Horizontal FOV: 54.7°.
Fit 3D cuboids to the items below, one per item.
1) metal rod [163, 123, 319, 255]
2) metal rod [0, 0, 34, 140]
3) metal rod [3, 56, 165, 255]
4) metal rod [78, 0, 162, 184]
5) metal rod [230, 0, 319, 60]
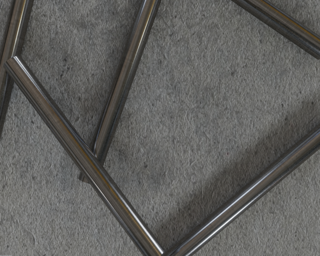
[{"bbox_3d":[0.116,0.090,0.410,0.300,0.025,0.025,-40,90,0],"label":"metal rod"},{"bbox_3d":[-0.205,-0.068,0.408,0.025,0.025,0.298,14,90,0],"label":"metal rod"},{"bbox_3d":[-0.095,0.036,0.383,0.025,0.025,0.299,-37,87,0],"label":"metal rod"},{"bbox_3d":[-0.046,-0.071,0.409,0.025,0.025,0.299,19,90,0],"label":"metal rod"},{"bbox_3d":[0.094,-0.186,0.410,0.301,0.025,0.025,34,90,0],"label":"metal rod"}]
